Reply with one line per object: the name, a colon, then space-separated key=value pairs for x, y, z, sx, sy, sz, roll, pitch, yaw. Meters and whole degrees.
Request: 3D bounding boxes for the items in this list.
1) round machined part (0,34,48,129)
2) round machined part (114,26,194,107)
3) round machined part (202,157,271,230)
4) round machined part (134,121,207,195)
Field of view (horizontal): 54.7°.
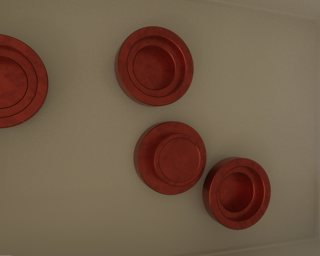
round machined part: x=-0.174 y=-0.048 z=0.337 sx=0.099 sy=0.042 sz=0.097 roll=0 pitch=90 yaw=-20
round machined part: x=-0.010 y=-0.076 z=0.398 sx=0.099 sy=0.042 sz=0.097 roll=0 pitch=90 yaw=-20
round machined part: x=0.103 y=0.089 z=0.440 sx=0.099 sy=0.042 sz=0.097 roll=0 pitch=90 yaw=-20
round machined part: x=0.018 y=0.040 z=0.408 sx=0.099 sy=0.042 sz=0.097 roll=0 pitch=90 yaw=-20
